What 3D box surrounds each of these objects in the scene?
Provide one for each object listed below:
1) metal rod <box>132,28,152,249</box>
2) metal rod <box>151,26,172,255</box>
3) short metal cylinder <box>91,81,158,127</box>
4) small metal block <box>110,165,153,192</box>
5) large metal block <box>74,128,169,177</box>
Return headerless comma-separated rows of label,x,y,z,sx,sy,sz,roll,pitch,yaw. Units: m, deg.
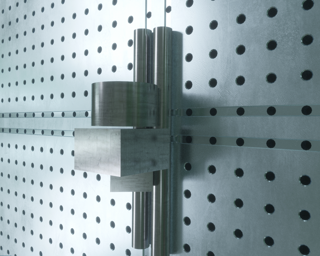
metal rod,-0.025,0.015,0.430,0.025,0.025,0.298,1,91,39
metal rod,0.002,0.020,0.407,0.025,0.025,0.298,1,91,39
short metal cylinder,-0.043,-0.027,0.379,0.080,0.081,0.050,1,91,39
small metal block,-0.036,0.063,0.391,0.050,0.050,0.025,1,91,-5
large metal block,-0.046,0.025,0.377,0.080,0.081,0.050,1,91,39
